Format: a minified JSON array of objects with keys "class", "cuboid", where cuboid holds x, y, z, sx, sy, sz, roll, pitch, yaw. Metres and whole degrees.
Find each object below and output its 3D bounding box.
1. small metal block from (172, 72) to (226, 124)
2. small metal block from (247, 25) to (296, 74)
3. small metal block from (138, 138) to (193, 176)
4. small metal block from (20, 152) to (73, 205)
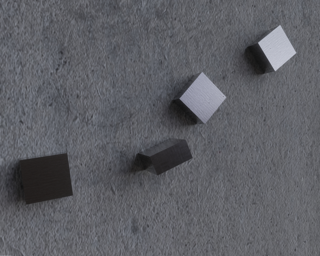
[{"class":"small metal block","cuboid":[0.055,-0.041,0.429,0.050,0.025,0.050,43,76,-15]},{"class":"small metal block","cuboid":[0.171,-0.119,0.472,0.050,0.025,0.050,-40,103,-16]},{"class":"small metal block","cuboid":[0.006,0.035,0.398,0.050,0.050,0.025,-24,98,-18]},{"class":"small metal block","cuboid":[-0.131,0.057,0.360,0.050,0.025,0.050,-8,93,-20]}]
